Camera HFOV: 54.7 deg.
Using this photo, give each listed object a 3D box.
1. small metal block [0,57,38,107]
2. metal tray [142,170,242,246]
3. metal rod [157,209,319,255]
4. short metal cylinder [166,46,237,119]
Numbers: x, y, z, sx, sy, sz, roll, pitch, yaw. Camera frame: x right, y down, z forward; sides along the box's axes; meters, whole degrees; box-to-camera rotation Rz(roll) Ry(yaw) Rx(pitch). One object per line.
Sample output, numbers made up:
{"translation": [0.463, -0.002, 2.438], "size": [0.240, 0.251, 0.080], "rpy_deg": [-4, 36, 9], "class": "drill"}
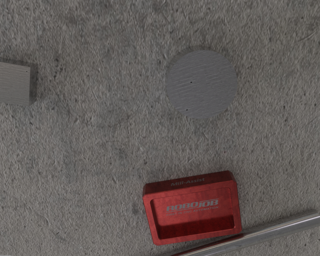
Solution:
{"translation": [-0.183, -0.058, 0.387], "size": [0.050, 0.025, 0.050], "rpy_deg": [10, 110, -4], "class": "small metal block"}
{"translation": [0.047, 0.117, 0.450], "size": [0.131, 0.030, 0.089], "rpy_deg": [-10, 110, 3], "class": "metal tray"}
{"translation": [0.094, 0.181, 0.477], "size": [0.301, 0.025, 0.025], "rpy_deg": [-19, 109, 6], "class": "metal rod"}
{"translation": [0.048, -0.057, 0.376], "size": [0.081, 0.050, 0.079], "rpy_deg": [0, 110, 0], "class": "short metal cylinder"}
